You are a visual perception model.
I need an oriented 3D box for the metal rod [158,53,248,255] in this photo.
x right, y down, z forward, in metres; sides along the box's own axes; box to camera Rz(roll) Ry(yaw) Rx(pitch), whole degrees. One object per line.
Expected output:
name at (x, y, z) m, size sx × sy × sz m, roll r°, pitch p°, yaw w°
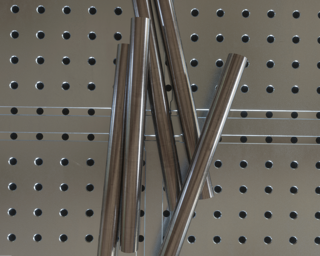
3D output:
metal rod at (0.048, 0.053, 0.388) m, size 0.025 × 0.025 × 0.298 m, roll 19°, pitch 91°, yaw -1°

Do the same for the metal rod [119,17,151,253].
metal rod at (-0.033, 0.013, 0.400) m, size 0.025 × 0.025 × 0.298 m, roll 3°, pitch 95°, yaw -1°

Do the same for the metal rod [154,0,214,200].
metal rod at (0.029, -0.054, 0.413) m, size 0.025 × 0.025 × 0.298 m, roll -12°, pitch 90°, yaw 0°

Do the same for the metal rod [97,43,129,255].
metal rod at (-0.058, 0.039, 0.412) m, size 0.025 × 0.025 × 0.298 m, roll 6°, pitch 90°, yaw -1°

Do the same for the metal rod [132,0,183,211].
metal rod at (-0.002, -0.040, 0.413) m, size 0.025 × 0.025 × 0.298 m, roll -10°, pitch 90°, yaw 0°
